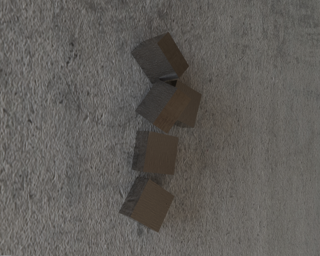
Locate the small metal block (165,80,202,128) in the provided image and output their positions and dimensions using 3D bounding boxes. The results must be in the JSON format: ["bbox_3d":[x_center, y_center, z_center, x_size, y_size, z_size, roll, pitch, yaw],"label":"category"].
[{"bbox_3d":[0.027,-0.032,0.427,0.050,0.025,0.050,24,75,-38],"label":"small metal block"}]

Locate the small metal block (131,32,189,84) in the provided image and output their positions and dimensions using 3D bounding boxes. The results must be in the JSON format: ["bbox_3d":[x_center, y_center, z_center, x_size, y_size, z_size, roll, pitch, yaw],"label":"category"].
[{"bbox_3d":[0.000,-0.086,0.387,0.050,0.050,0.025,54,56,-26],"label":"small metal block"}]

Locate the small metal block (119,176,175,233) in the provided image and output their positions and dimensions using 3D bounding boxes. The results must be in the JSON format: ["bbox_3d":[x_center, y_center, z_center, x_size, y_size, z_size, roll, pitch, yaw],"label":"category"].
[{"bbox_3d":[-0.016,0.096,0.391,0.050,0.025,0.050,40,65,-33],"label":"small metal block"}]

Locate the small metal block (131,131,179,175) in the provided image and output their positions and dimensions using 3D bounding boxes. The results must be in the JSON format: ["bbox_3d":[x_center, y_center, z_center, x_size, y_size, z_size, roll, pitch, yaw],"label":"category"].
[{"bbox_3d":[-0.006,0.032,0.400,0.050,0.025,0.050,13,82,-39],"label":"small metal block"}]

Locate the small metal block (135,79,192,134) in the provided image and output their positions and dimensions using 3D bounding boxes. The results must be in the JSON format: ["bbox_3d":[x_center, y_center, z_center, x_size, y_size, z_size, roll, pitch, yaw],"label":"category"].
[{"bbox_3d":[0.003,-0.028,0.381,0.025,0.050,0.050,34,91,-35],"label":"small metal block"}]
